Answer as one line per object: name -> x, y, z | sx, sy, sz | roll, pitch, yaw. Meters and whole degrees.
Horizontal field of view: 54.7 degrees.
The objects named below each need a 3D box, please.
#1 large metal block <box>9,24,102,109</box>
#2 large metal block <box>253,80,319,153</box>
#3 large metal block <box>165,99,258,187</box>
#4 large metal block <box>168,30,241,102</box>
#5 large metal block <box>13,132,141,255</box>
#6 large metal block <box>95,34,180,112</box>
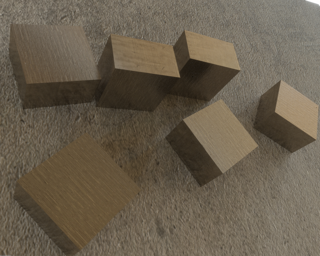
large metal block -> -0.125, -0.073, 0.365 | 0.081, 0.050, 0.080 | -10, 67, -32
large metal block -> 0.209, -0.019, 0.512 | 0.080, 0.050, 0.080 | 32, 52, -7
large metal block -> 0.069, 0.018, 0.413 | 0.081, 0.050, 0.080 | -28, 77, -37
large metal block -> 0.055, -0.087, 0.451 | 0.081, 0.080, 0.050 | 7, 59, -25
large metal block -> -0.081, 0.065, 0.305 | 0.080, 0.050, 0.080 | 46, 51, 4
large metal block -> -0.033, -0.065, 0.390 | 0.081, 0.080, 0.050 | 3, 60, -27
